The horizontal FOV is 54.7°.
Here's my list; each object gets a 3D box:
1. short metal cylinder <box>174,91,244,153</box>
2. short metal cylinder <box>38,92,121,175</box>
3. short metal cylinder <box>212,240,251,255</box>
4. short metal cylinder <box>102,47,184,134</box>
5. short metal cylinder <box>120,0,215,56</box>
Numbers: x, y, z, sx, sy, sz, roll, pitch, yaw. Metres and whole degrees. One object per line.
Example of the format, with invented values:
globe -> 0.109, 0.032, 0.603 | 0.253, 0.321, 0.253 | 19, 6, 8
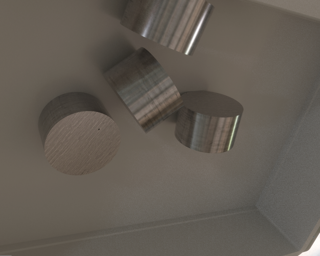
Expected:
short metal cylinder -> 0.062, -0.010, 0.403 | 0.081, 0.080, 0.050 | -7, 122, -25
short metal cylinder -> -0.091, 0.006, 0.348 | 0.081, 0.050, 0.079 | -14, 124, -21
short metal cylinder -> 0.156, 0.289, 0.663 | 0.081, 0.050, 0.079 | -14, 125, -21
short metal cylinder -> -0.018, -0.040, 0.339 | 0.050, 0.080, 0.080 | -36, 130, -4
short metal cylinder -> 0.007, -0.112, 0.309 | 0.081, 0.080, 0.050 | 12, 112, -34
